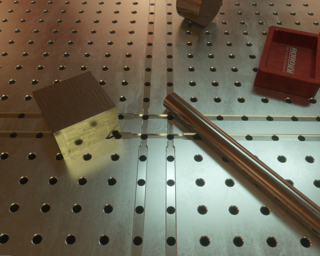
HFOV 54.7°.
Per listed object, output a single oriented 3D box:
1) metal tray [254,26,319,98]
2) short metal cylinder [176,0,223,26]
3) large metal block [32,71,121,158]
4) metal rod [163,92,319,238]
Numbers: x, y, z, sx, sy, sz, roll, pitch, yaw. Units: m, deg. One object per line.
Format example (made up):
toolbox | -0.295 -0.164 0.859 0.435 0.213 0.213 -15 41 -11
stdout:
metal tray | 0.210 -0.111 0.498 0.090 0.030 0.130 16 52 13
short metal cylinder | 0.074 -0.236 0.571 0.050 0.080 0.080 33 57 24
large metal block | -0.109 -0.020 0.408 0.081 0.050 0.080 -26 55 -20
metal rod | 0.111 0.048 0.367 0.025 0.025 0.300 -33 58 -25
